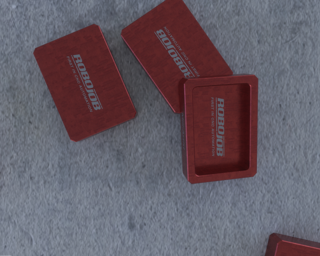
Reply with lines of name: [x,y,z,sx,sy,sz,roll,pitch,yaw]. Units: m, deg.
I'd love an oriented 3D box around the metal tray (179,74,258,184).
metal tray: [0.073,0.000,0.388,0.091,0.030,0.129,-5,103,-8]

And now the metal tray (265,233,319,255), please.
metal tray: [0.181,0.215,0.410,0.091,0.030,0.129,13,90,-1]

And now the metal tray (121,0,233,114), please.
metal tray: [0.022,-0.094,0.408,0.090,0.030,0.130,-35,90,-1]

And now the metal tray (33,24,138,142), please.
metal tray: [-0.095,-0.057,0.406,0.090,0.030,0.129,-23,90,-1]
